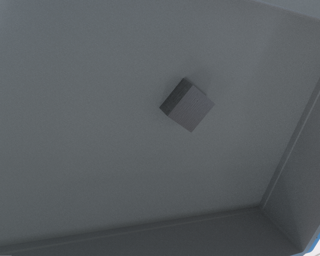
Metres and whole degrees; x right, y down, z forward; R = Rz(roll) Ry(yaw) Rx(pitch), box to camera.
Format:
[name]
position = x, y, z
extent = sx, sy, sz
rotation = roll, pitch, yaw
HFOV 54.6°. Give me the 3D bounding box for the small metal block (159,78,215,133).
[small metal block]
position = 0.036, -0.029, 0.410
extent = 0.050, 0.025, 0.050
rotation = 33, 100, -38
